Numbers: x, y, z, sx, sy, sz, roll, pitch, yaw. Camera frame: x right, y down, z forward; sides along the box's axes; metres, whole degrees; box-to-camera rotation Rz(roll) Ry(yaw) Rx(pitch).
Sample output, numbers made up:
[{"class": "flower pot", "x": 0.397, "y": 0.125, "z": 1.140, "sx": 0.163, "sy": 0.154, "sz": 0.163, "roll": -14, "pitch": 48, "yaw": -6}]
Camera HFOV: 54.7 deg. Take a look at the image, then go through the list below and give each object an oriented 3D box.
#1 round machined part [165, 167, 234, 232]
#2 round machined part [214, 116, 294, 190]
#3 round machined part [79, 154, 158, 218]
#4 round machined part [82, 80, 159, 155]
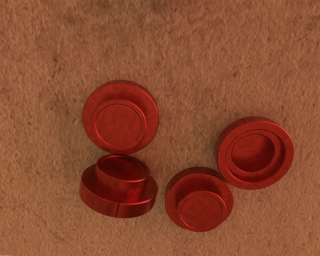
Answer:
[{"class": "round machined part", "x": 0.056, "y": 0.108, "z": 0.442, "sx": 0.099, "sy": 0.042, "sz": 0.097, "roll": 0, "pitch": 110, "yaw": -1}, {"class": "round machined part", "x": 0.121, "y": 0.030, "z": 0.414, "sx": 0.099, "sy": 0.042, "sz": 0.097, "roll": 0, "pitch": 110, "yaw": -1}, {"class": "round machined part", "x": -0.050, "y": 0.067, "z": 0.395, "sx": 0.099, "sy": 0.098, "sz": 0.042, "roll": 13, "pitch": 110, "yaw": -5}, {"class": "round machined part", "x": -0.050, "y": -0.010, "z": 0.397, "sx": 0.099, "sy": 0.042, "sz": 0.097, "roll": 0, "pitch": 110, "yaw": -1}]
